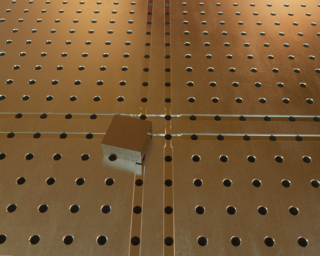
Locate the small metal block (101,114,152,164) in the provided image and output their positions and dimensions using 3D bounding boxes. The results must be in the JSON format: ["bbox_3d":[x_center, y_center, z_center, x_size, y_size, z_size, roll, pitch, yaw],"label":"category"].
[{"bbox_3d":[-0.041,0.013,0.396,0.050,0.025,0.050,11,51,9],"label":"small metal block"}]
